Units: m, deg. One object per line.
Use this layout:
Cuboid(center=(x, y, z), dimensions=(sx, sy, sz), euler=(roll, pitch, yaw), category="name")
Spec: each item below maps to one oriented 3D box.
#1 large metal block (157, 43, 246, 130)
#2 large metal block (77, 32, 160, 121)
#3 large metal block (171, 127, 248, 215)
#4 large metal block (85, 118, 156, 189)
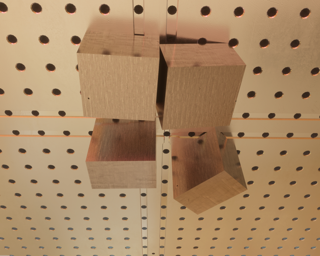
Cuboid(center=(0.040, -0.047, 0.348), dimensions=(0.081, 0.050, 0.079), euler=(-4, 131, -10), category="large metal block")
Cuboid(center=(-0.044, -0.057, 0.347), dimensions=(0.081, 0.050, 0.079), euler=(3, 130, -3), category="large metal block")
Cuboid(center=(0.064, 0.059, 0.427), dimensions=(0.080, 0.080, 0.050), euler=(-35, 122, 26), category="large metal block")
Cuboid(center=(-0.045, 0.031, 0.401), dimensions=(0.081, 0.080, 0.050), euler=(-1, 130, 0), category="large metal block")
